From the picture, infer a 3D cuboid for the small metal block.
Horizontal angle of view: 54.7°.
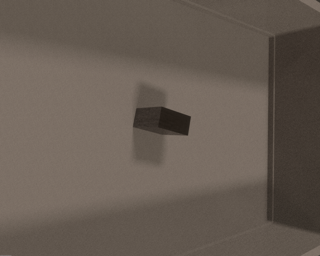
[{"bbox_3d":[0.002,-0.008,0.394,0.050,0.050,0.025,16,80,-39],"label":"small metal block"}]
